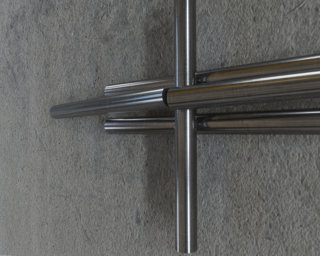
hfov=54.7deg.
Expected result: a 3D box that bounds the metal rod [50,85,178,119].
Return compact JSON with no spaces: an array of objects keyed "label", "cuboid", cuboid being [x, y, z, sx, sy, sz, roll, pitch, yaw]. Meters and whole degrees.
[{"label":"metal rod","cuboid":[-0.087,-0.031,0.443,0.300,0.025,0.025,-2,89,49]}]

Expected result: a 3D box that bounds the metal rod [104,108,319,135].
[{"label":"metal rod","cuboid":[0.043,-0.005,0.369,0.300,0.025,0.025,-1,90,39]}]

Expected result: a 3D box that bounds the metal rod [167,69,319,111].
[{"label":"metal rod","cuboid":[0.144,-0.038,0.254,0.300,0.025,0.025,-3,88,29]}]

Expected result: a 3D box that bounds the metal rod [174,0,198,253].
[{"label":"metal rod","cuboid":[0.029,-0.013,0.348,0.025,0.025,0.298,-1,90,39]}]

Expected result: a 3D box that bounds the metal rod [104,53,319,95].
[{"label":"metal rod","cuboid":[0.043,-0.055,0.369,0.300,0.025,0.025,-1,90,39]}]
